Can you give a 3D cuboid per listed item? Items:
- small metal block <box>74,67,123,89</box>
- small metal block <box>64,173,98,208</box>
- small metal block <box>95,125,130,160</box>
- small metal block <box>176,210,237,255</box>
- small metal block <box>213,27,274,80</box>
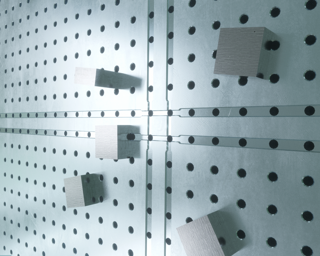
[{"bbox_3d":[-0.094,-0.076,0.472,0.050,0.050,0.025,13,98,39],"label":"small metal block"},{"bbox_3d":[-0.134,0.106,0.522,0.050,0.025,0.050,-16,80,39],"label":"small metal block"},{"bbox_3d":[-0.072,0.021,0.471,0.050,0.025,0.050,-1,89,40],"label":"small metal block"},{"bbox_3d":[0.054,0.132,0.366,0.050,0.025,0.050,-36,68,34],"label":"small metal block"},{"bbox_3d":[0.090,-0.081,0.336,0.050,0.025,0.050,13,98,39],"label":"small metal block"}]
